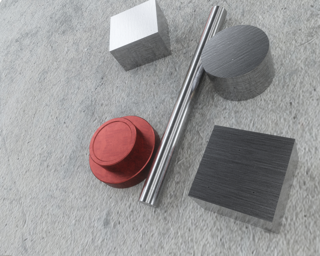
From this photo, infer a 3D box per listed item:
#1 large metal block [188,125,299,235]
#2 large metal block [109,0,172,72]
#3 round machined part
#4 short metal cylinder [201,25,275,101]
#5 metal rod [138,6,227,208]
[{"bbox_3d":[0.086,0.050,0.312,0.080,0.050,0.080,11,67,32],"label":"large metal block"},{"bbox_3d":[-0.032,-0.147,0.493,0.080,0.050,0.080,-17,55,18],"label":"large metal block"},{"bbox_3d":[-0.052,0.026,0.403,0.098,0.042,0.098,-13,56,20],"label":"round machined part"},{"bbox_3d":[0.097,-0.080,0.385,0.080,0.050,0.080,-13,56,20],"label":"short metal cylinder"},{"bbox_3d":[0.037,-0.043,0.409,0.025,0.025,0.300,8,65,31],"label":"metal rod"}]
